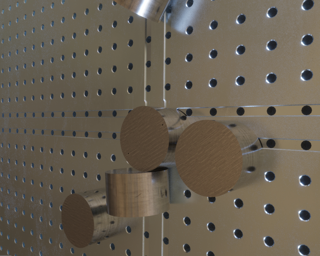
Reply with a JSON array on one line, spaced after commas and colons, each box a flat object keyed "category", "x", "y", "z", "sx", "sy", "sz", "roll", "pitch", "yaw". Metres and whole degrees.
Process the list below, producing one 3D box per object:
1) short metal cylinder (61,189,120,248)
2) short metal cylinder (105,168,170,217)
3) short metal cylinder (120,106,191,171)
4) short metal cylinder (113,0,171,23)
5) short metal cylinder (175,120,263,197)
[{"category": "short metal cylinder", "x": -0.108, "y": 0.137, "z": 0.479, "sx": 0.080, "sy": 0.050, "sz": 0.079, "roll": 0, "pitch": 90, "yaw": 39}, {"category": "short metal cylinder", "x": -0.028, "y": 0.079, "z": 0.395, "sx": 0.080, "sy": 0.081, "sz": 0.050, "roll": -4, "pitch": 88, "yaw": 39}, {"category": "short metal cylinder", "x": -0.005, "y": 0.013, "z": 0.395, "sx": 0.080, "sy": 0.050, "sz": 0.079, "roll": 0, "pitch": 90, "yaw": 39}, {"category": "short metal cylinder", "x": -0.024, "y": -0.176, "z": 0.392, "sx": 0.080, "sy": 0.081, "sz": 0.050, "roll": 44, "pitch": 117, "yaw": 30}, {"category": "short metal cylinder", "x": 0.064, "y": 0.031, "z": 0.339, "sx": 0.080, "sy": 0.050, "sz": 0.079, "roll": 0, "pitch": 90, "yaw": 39}]
